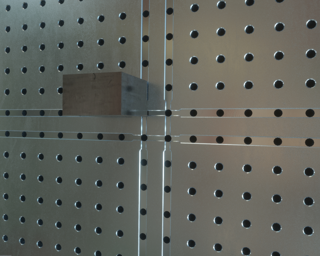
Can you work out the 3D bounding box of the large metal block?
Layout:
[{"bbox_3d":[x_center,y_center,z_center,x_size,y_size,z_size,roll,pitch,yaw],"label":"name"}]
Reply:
[{"bbox_3d":[-0.069,-0.041,0.406,0.080,0.080,0.050,1,90,19],"label":"large metal block"}]
